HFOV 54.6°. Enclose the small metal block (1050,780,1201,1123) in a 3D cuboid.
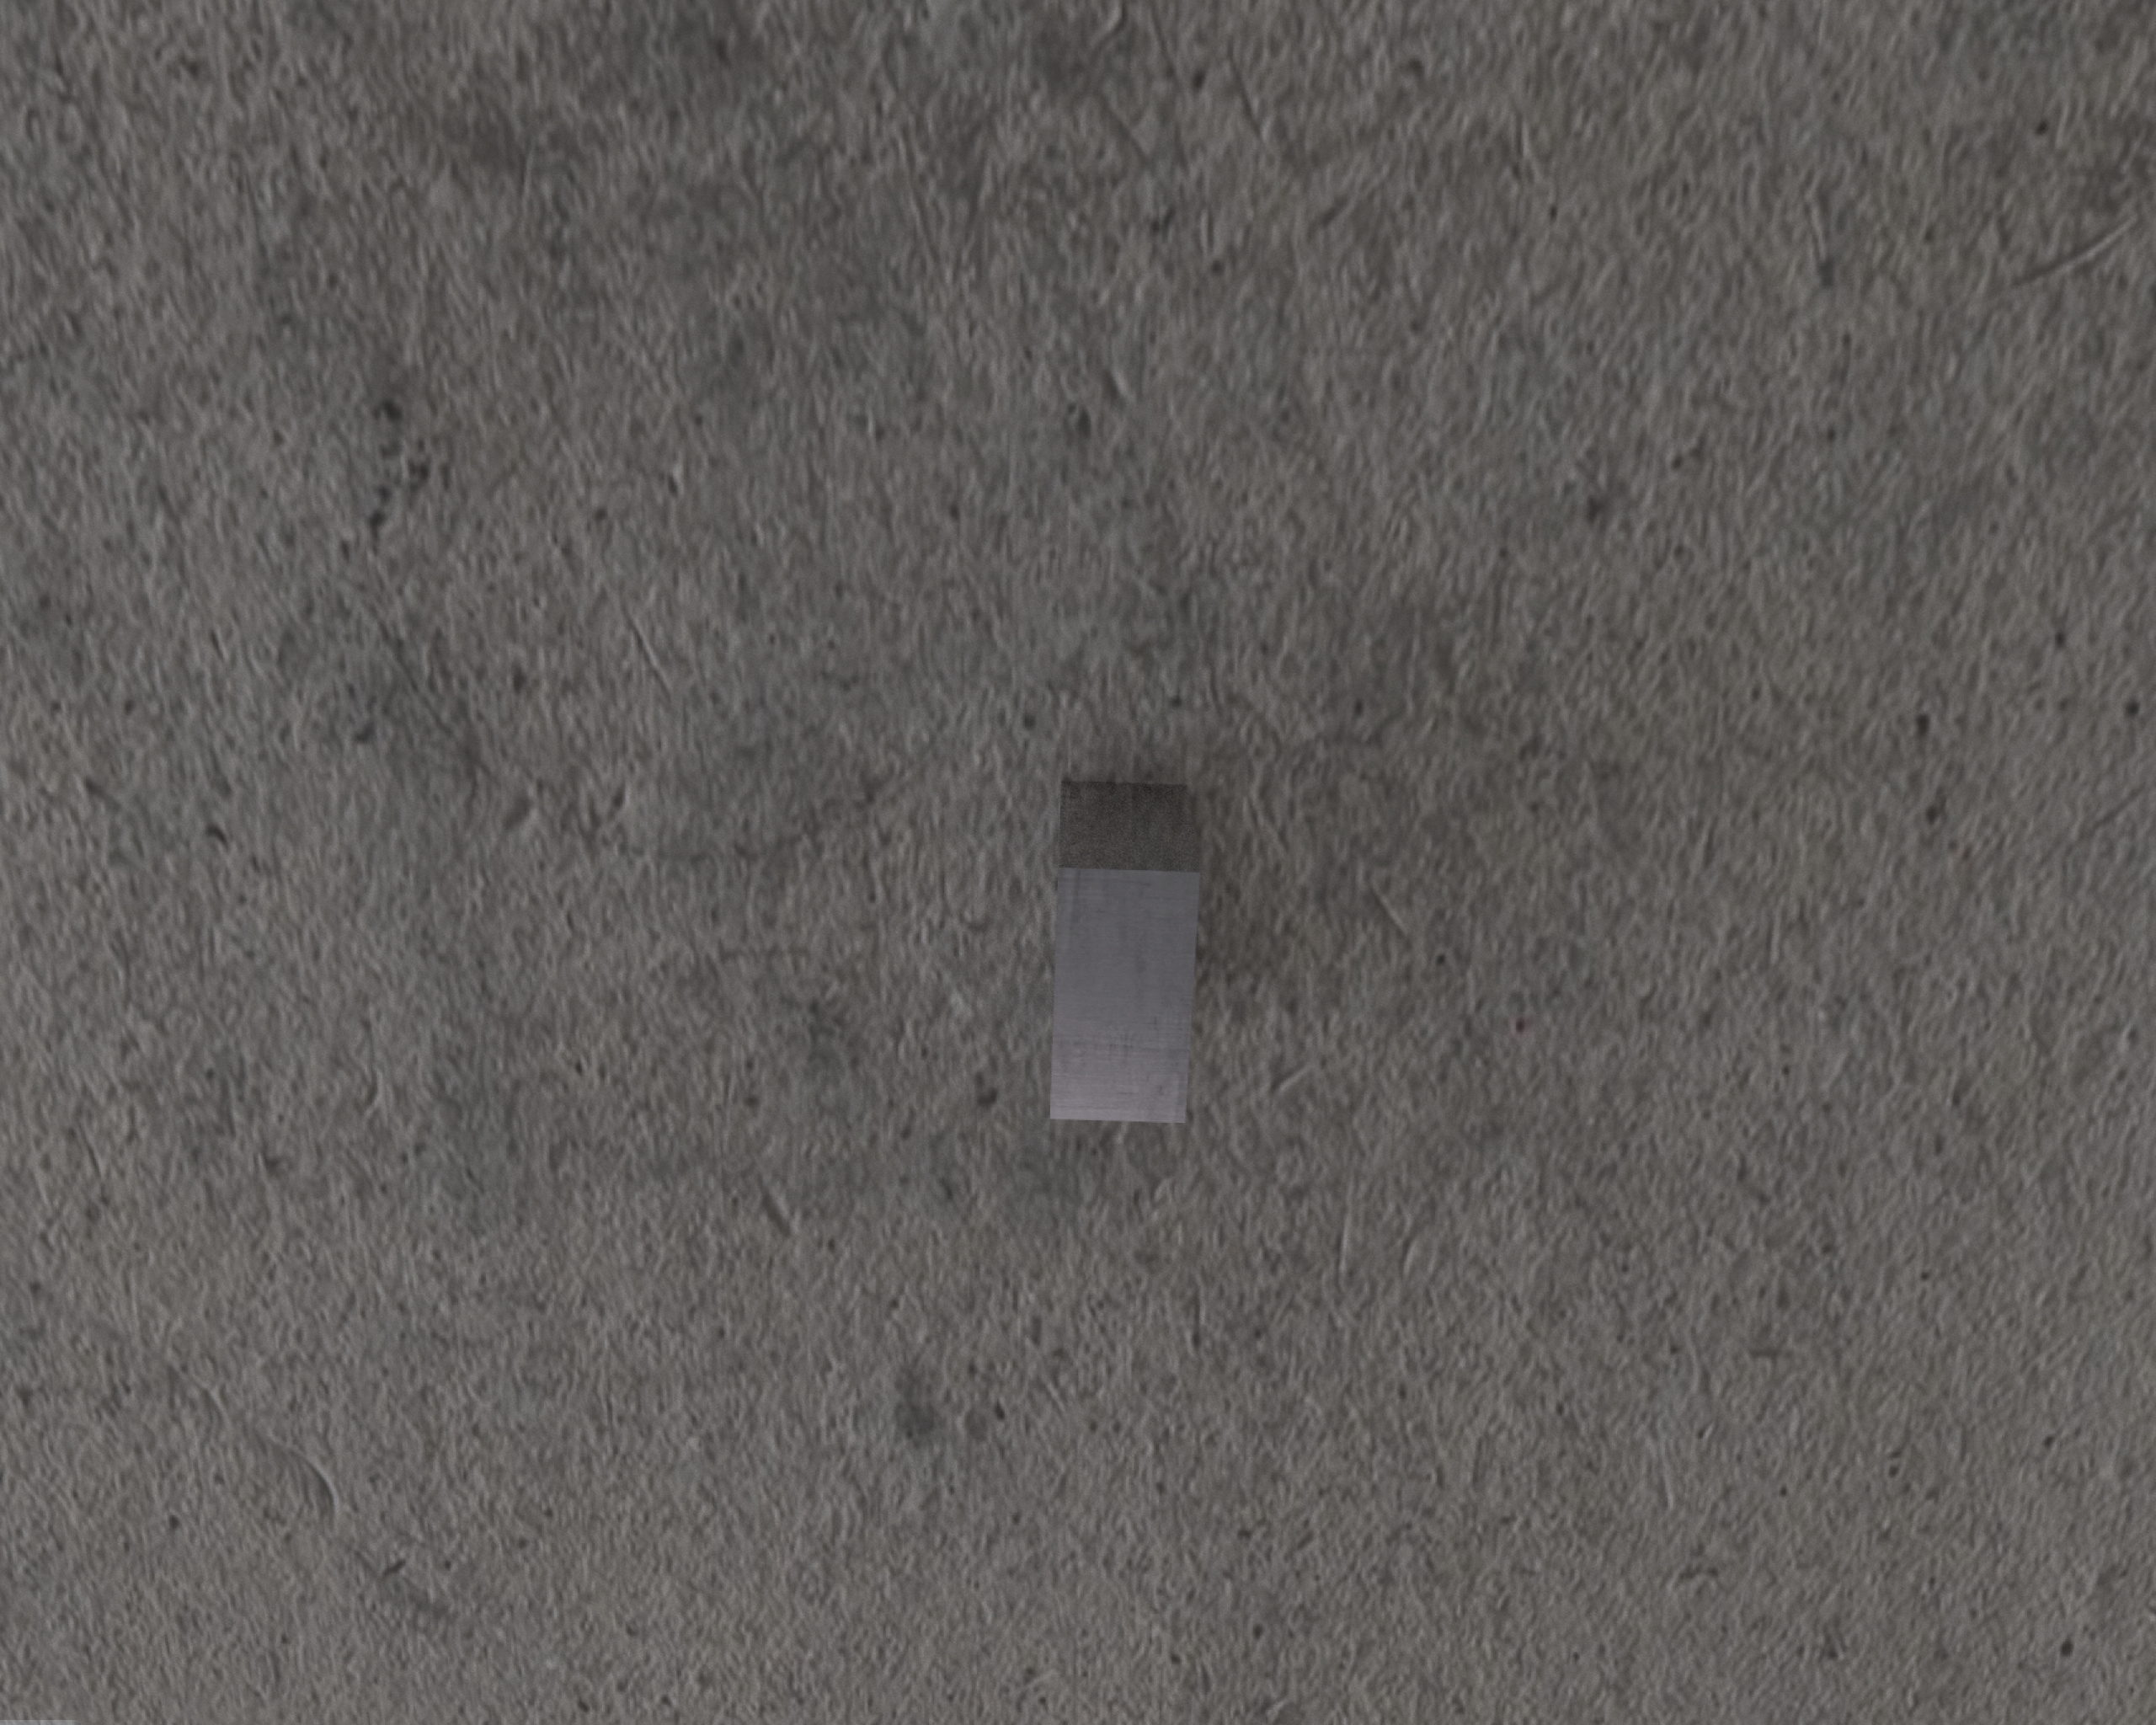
[{"bbox_3d":[0.008,0.016,0.402,0.025,0.050,0.050,2,110,-1],"label":"small metal block"}]
